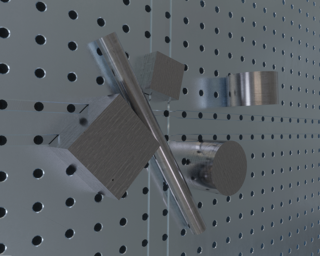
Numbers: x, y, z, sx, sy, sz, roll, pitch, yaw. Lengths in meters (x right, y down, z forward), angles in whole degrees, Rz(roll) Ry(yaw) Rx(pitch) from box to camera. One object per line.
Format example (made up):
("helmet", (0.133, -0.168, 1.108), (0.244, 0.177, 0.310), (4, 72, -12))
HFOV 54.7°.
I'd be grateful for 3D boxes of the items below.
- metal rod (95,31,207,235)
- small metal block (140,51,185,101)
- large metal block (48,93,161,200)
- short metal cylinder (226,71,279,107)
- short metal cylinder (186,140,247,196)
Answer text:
("metal rod", (-0.003, 0.021, 0.407), (0.025, 0.025, 0.299), (-39, 114, -33))
("small metal block", (0.003, -0.067, 0.412), (0.050, 0.025, 0.050), (18, 79, -39))
("large metal block", (-0.059, 0.020, 0.344), (0.080, 0.050, 0.080), (-52, 121, -27))
("short metal cylinder", (0.148, -0.061, 0.498), (0.081, 0.080, 0.050), (-5, 94, -40))
("short metal cylinder", (0.086, 0.058, 0.466), (0.081, 0.050, 0.079), (0, 90, -40))
